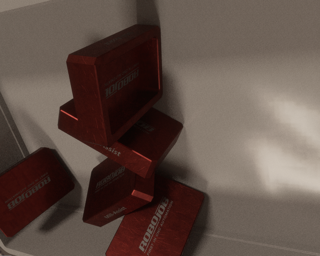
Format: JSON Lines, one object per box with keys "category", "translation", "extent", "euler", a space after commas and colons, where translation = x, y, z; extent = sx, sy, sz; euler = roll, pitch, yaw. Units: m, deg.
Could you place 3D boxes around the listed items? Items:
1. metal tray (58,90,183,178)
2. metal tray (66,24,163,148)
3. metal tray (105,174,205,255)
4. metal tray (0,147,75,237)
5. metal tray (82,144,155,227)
{"category": "metal tray", "translation": [-0.047, -0.003, 0.387], "extent": [0.130, 0.090, 0.030], "euler": [29, 128, 9]}
{"category": "metal tray", "translation": [-0.038, -0.051, 0.328], "extent": [0.030, 0.131, 0.089], "euler": [11, 123, 22]}
{"category": "metal tray", "translation": [-0.003, 0.136, 0.426], "extent": [0.090, 0.130, 0.030], "euler": [20, 155, 16]}
{"category": "metal tray", "translation": [-0.222, 0.103, 0.518], "extent": [0.030, 0.131, 0.090], "euler": [-7, 117, 56]}
{"category": "metal tray", "translation": [-0.059, 0.078, 0.442], "extent": [0.030, 0.090, 0.130], "euler": [28, 135, -29]}
